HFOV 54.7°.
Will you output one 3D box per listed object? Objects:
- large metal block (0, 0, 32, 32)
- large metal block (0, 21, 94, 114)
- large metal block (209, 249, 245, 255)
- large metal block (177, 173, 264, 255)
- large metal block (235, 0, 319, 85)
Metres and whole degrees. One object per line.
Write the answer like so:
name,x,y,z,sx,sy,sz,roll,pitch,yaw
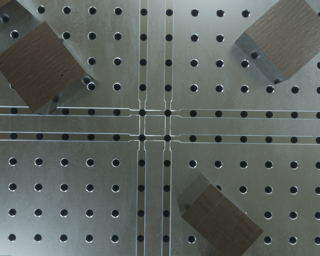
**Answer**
large metal block,-0.231,-0.170,0.398,0.080,0.050,0.080,-31,90,0
large metal block,-0.146,-0.074,0.399,0.080,0.050,0.080,-38,90,0
large metal block,0.104,0.198,0.387,0.050,0.080,0.080,-43,91,0
large metal block,0.070,0.107,0.387,0.080,0.080,0.050,42,90,-1
large metal block,0.160,-0.115,0.403,0.080,0.050,0.080,-42,91,0
